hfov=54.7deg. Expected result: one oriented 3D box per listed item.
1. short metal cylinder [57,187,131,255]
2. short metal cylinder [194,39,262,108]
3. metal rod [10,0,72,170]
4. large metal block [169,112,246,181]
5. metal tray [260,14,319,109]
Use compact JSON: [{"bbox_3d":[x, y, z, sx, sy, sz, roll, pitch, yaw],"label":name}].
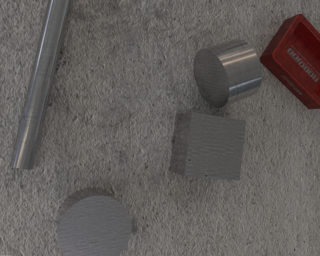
[{"bbox_3d":[-0.079,0.115,0.367,0.081,0.050,0.080,0,90,-20],"label":"short metal cylinder"},{"bbox_3d":[0.088,-0.072,0.412,0.050,0.080,0.080,-21,97,-19],"label":"short metal cylinder"},{"bbox_3d":[-0.127,-0.101,0.361,0.025,0.025,0.298,13,86,-20],"label":"metal rod"},{"bbox_3d":[0.064,0.025,0.420,0.081,0.050,0.080,8,87,-20],"label":"large metal block"},{"bbox_3d":[0.231,-0.102,0.491,0.130,0.030,0.090,38,78,-16],"label":"metal tray"}]
